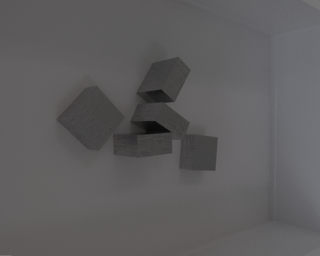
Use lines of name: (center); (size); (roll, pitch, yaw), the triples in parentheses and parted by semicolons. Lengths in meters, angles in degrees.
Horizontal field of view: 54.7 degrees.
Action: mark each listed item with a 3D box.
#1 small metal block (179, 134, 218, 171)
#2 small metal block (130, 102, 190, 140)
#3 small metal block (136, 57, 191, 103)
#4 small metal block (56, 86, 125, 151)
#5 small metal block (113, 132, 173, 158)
small metal block: (0.057, 0.036, 0.454); (0.050, 0.025, 0.050); (8, 85, -40)
small metal block: (0.000, -0.008, 0.390); (0.050, 0.050, 0.025); (34, 69, -35)
small metal block: (0.004, -0.059, 0.393); (0.025, 0.050, 0.050); (40, 66, -33)
small metal block: (-0.075, -0.011, 0.343); (0.050, 0.025, 0.050); (50, 61, -28)
small metal block: (-0.021, 0.019, 0.373); (0.050, 0.050, 0.025); (-4, 93, -40)
